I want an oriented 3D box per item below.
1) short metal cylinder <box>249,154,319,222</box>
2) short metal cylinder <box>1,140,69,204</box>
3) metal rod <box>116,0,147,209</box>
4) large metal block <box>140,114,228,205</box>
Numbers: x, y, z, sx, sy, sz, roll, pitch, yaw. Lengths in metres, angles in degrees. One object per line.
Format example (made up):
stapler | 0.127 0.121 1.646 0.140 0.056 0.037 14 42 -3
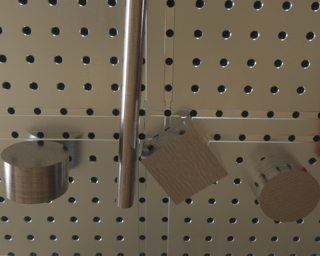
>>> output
short metal cylinder | 0.172 0.083 0.433 0.081 0.050 0.079 0 110 -1
short metal cylinder | -0.160 0.054 0.402 0.081 0.080 0.050 6 110 -3
metal rod | -0.039 -0.029 0.402 0.025 0.025 0.298 4 110 -2
large metal block | 0.031 0.042 0.416 0.080 0.050 0.080 -34 107 11
